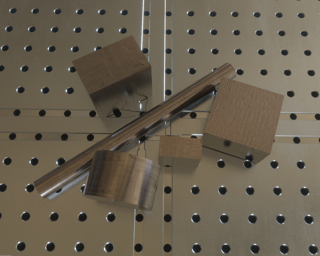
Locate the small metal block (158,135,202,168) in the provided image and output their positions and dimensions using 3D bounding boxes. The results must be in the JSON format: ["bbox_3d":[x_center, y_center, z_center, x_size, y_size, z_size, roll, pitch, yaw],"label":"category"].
[{"bbox_3d":[0.024,0.031,0.388,0.050,0.050,0.025,5,70,1],"label":"small metal block"}]

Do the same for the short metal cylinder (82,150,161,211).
[{"bbox_3d":[-0.043,0.062,0.359,0.080,0.080,0.050,11,71,3],"label":"short metal cylinder"}]

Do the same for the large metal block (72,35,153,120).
[{"bbox_3d":[-0.058,-0.063,0.406,0.080,0.080,0.050,-27,73,-10],"label":"large metal block"}]

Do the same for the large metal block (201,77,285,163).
[{"bbox_3d":[0.104,-0.009,0.400,0.080,0.050,0.080,18,71,6],"label":"large metal block"}]

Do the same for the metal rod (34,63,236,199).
[{"bbox_3d":[-0.024,-0.003,0.412,0.301,0.025,0.025,-33,74,-12],"label":"metal rod"}]
